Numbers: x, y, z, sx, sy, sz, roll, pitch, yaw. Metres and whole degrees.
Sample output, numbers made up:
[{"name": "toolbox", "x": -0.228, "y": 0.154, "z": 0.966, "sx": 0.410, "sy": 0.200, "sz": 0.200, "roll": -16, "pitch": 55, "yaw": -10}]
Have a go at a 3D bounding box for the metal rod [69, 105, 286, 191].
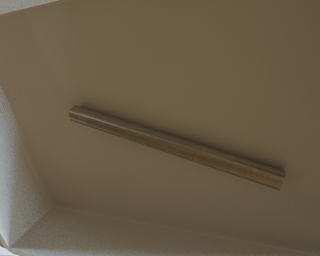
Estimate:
[{"name": "metal rod", "x": 0.009, "y": 0.020, "z": 0.415, "sx": 0.301, "sy": 0.025, "sz": 0.025, "roll": 17, "pitch": 125, "yaw": 18}]
